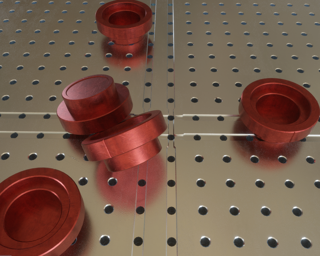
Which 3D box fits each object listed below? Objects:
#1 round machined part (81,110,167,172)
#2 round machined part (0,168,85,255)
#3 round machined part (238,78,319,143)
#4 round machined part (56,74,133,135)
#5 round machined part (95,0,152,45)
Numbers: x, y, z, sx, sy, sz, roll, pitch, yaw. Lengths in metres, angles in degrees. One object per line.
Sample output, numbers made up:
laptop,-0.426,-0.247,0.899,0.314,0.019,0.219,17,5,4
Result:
round machined part,-0.037,0.017,0.360,0.098,0.042,0.098,-21,10,4
round machined part,-0.127,0.093,0.318,0.099,0.042,0.098,0,50,0
round machined part,0.154,-0.019,0.413,0.099,0.042,0.098,0,50,0
round machined part,-0.089,-0.037,0.409,0.098,0.042,0.098,-9,34,7
round machined part,-0.062,-0.185,0.552,0.099,0.042,0.098,0,50,0
